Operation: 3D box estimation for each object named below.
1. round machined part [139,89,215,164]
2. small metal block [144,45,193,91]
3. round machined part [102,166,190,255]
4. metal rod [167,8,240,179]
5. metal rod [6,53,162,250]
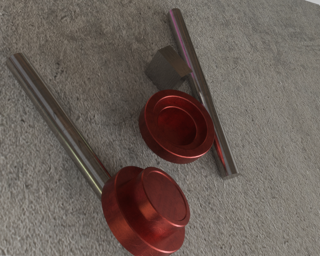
[{"bbox_3d":[0.018,0.002,0.401,0.099,0.042,0.098,14,56,-21],"label":"round machined part"},{"bbox_3d":[0.011,-0.080,0.443,0.025,0.050,0.050,-34,81,-38],"label":"small metal block"},{"bbox_3d":[-0.007,0.079,0.314,0.098,0.042,0.098,40,23,-21],"label":"round machined part"},{"bbox_3d":[0.060,-0.066,0.476,0.025,0.025,0.299,-1,62,-29],"label":"metal rod"},{"bbox_3d":[-0.078,0.038,0.338,0.025,0.025,0.299,-30,79,-38],"label":"metal rod"}]
